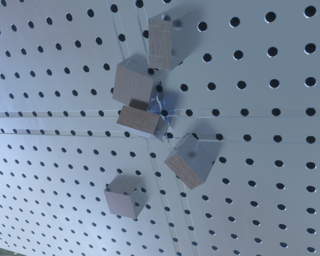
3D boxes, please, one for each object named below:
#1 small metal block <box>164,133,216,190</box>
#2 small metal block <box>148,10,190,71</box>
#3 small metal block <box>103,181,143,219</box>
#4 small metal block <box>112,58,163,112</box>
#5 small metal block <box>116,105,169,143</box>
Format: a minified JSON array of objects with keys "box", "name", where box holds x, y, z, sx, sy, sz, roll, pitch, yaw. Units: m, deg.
[{"box":[0.040,0.042,0.399,0.050,0.050,0.025,47,129,-5],"name":"small metal block"},{"box":[0.010,-0.094,0.330,0.025,0.050,0.050,13,124,20],"name":"small metal block"},{"box":[-0.061,0.120,0.516,0.050,0.025,0.050,4,121,25],"name":"small metal block"},{"box":[-0.029,-0.053,0.392,0.050,0.025,0.050,25,127,12],"name":"small metal block"},{"box":[-0.021,-0.004,0.400,0.050,0.050,0.025,17,81,18],"name":"small metal block"}]
